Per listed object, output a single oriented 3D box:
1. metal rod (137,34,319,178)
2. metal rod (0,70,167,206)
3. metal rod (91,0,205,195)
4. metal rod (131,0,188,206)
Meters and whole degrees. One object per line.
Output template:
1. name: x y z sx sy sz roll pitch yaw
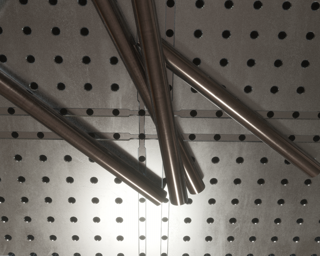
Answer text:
1. metal rod: 0.099 -0.025 0.405 0.301 0.025 0.025 35 106 -13
2. metal rod: -0.112 0.012 0.416 0.301 0.025 0.025 38 105 -13
3. metal rod: -0.010 -0.039 0.399 0.025 0.025 0.299 -24 109 8
4. metal rod: 0.000 -0.039 0.371 0.025 0.025 0.298 -10 110 3
